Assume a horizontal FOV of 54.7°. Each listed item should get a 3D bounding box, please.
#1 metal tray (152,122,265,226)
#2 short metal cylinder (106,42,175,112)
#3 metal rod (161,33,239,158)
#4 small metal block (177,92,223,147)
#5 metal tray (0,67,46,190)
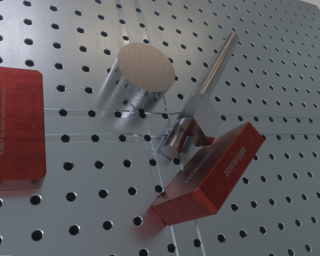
[{"bbox_3d":[0.058,0.052,0.364,0.030,0.090,0.131,50,51,-3],"label":"metal tray"},{"bbox_3d":[-0.027,-0.068,0.419,0.081,0.050,0.080,14,56,-21],"label":"short metal cylinder"},{"bbox_3d":[0.075,-0.069,0.490,0.025,0.025,0.301,36,51,-5],"label":"metal rod"},{"bbox_3d":[0.055,-0.011,0.415,0.050,0.025,0.050,55,46,-26],"label":"small metal block"},{"bbox_3d":[-0.168,-0.003,0.316,0.091,0.030,0.130,2,61,-27],"label":"metal tray"}]
